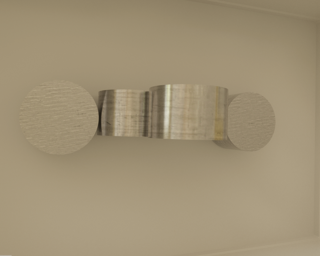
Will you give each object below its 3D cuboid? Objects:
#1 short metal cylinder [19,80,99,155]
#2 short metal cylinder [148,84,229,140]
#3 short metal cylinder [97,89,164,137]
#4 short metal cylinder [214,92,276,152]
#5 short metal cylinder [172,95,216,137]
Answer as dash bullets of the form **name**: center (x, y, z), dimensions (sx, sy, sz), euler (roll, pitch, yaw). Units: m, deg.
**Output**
- **short metal cylinder**: center (-0.114, -0.011, 0.353), dimensions (0.081, 0.050, 0.080), euler (0, 90, -20)
- **short metal cylinder**: center (0.028, -0.014, 0.317), dimensions (0.081, 0.080, 0.050), euler (2, 89, -20)
- **short metal cylinder**: center (-0.033, -0.016, 0.367), dimensions (0.081, 0.080, 0.050), euler (2, 89, -20)
- **short metal cylinder**: center (0.113, -0.008, 0.437), dimensions (0.081, 0.050, 0.080), euler (0, 90, -20)
- **short metal cylinder**: center (0.043, -0.013, 0.395), dimensions (0.081, 0.080, 0.050), euler (2, 89, -20)
